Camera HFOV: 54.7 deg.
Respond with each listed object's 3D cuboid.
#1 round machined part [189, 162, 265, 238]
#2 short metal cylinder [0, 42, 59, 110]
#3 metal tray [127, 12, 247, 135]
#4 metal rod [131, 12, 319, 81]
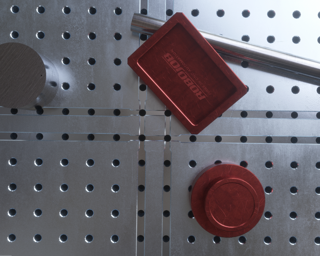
[{"bbox_3d":[0.090,0.096,0.406,0.099,0.042,0.097,0,90,-1],"label":"round machined part"},{"bbox_3d":[-0.178,-0.064,0.398,0.081,0.050,0.079,0,90,-1],"label":"short metal cylinder"},{"bbox_3d":[0.034,-0.067,0.396,0.090,0.030,0.130,-41,97,10],"label":"metal tray"},{"bbox_3d":[0.110,-0.103,0.414,0.302,0.025,0.025,15,90,-1],"label":"metal rod"}]
